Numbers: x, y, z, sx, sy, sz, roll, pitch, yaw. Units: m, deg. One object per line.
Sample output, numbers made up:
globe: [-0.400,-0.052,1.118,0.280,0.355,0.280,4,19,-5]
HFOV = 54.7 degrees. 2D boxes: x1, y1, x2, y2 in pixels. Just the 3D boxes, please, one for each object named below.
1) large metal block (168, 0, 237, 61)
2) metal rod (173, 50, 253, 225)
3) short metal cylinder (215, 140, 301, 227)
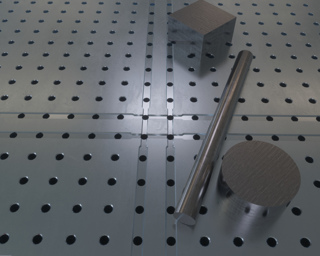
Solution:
large metal block: [0.071,-0.171,0.536,0.080,0.050,0.080,-35,58,-26]
metal rod: [0.083,-0.011,0.416,0.025,0.025,0.301,18,52,14]
short metal cylinder: [0.105,0.060,0.341,0.080,0.050,0.080,0,50,0]
